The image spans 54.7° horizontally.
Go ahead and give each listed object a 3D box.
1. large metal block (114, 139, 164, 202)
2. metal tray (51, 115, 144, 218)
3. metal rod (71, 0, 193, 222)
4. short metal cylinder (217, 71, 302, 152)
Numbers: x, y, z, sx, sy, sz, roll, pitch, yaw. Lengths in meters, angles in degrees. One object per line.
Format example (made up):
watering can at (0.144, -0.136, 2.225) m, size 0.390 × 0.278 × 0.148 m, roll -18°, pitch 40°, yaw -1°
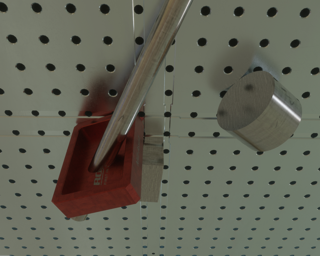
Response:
large metal block at (-0.039, 0.060, 0.446) m, size 0.081 × 0.050 × 0.079 m, roll 4°, pitch 130°, yaw -4°
metal tray at (-0.068, 0.037, 0.373) m, size 0.090 × 0.130 × 0.030 m, roll -15°, pitch 129°, yaw 12°
metal rod at (-0.042, -0.011, 0.350) m, size 0.025 × 0.025 × 0.298 m, roll 21°, pitch 111°, yaw -18°
short metal cylinder at (0.114, -0.019, 0.361) m, size 0.050 × 0.080 × 0.080 m, roll 33°, pitch 122°, yaw -25°
